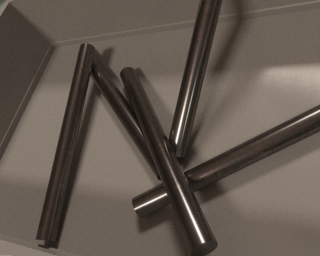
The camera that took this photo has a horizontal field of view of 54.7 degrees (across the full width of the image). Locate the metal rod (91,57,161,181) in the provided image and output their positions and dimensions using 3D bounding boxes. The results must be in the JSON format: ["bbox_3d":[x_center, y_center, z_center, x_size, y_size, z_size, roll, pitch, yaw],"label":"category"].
[{"bbox_3d":[-0.063,-0.039,0.461,0.025,0.025,0.300,-39,51,2],"label":"metal rod"}]

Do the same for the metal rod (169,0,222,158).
[{"bbox_3d":[0.051,-0.112,0.361,0.025,0.025,0.298,17,98,34],"label":"metal rod"}]

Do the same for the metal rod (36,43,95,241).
[{"bbox_3d":[-0.132,0.005,0.451,0.025,0.025,0.299,-6,64,25],"label":"metal rod"}]

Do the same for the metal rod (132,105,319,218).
[{"bbox_3d":[0.105,0.023,0.336,0.301,0.025,0.025,-28,52,10],"label":"metal rod"}]

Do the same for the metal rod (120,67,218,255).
[{"bbox_3d":[-0.006,0.010,0.375,0.025,0.025,0.300,-32,44,7],"label":"metal rod"}]
